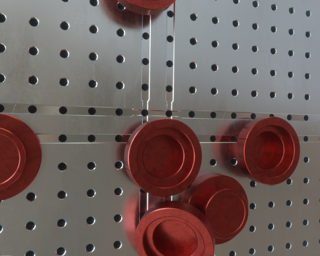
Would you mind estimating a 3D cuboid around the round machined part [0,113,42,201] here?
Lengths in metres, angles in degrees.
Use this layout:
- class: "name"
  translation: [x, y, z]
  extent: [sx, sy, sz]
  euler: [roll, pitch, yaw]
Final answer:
- class: "round machined part"
  translation: [-0.182, 0.032, 0.337]
  extent: [0.099, 0.042, 0.097]
  euler: [0, 90, -20]

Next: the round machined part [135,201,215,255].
- class: "round machined part"
  translation: [0.021, 0.137, 0.395]
  extent: [0.098, 0.042, 0.097]
  euler: [3, 103, 13]

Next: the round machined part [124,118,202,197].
- class: "round machined part"
  translation: [0.001, 0.037, 0.404]
  extent: [0.099, 0.042, 0.097]
  euler: [0, 90, -20]

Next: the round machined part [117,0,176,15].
- class: "round machined part"
  translation: [-0.021, -0.193, 0.395]
  extent: [0.099, 0.042, 0.097]
  euler: [0, 90, -20]

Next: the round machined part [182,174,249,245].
- class: "round machined part"
  translation: [0.083, 0.115, 0.434]
  extent: [0.099, 0.042, 0.097]
  euler: [0, 90, -20]

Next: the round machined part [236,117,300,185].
- class: "round machined part"
  translation: [0.154, 0.032, 0.460]
  extent: [0.099, 0.042, 0.097]
  euler: [0, 90, -20]
